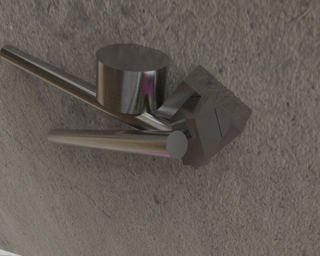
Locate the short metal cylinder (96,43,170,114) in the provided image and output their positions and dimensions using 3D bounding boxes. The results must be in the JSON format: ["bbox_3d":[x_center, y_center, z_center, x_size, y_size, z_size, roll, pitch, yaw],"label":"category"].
[{"bbox_3d":[-0.032,-0.058,0.354,0.080,0.080,0.050,19,126,16],"label":"short metal cylinder"}]

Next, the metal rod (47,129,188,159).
[{"bbox_3d":[-0.078,0.014,0.388,0.300,0.025,0.025,0,121,52],"label":"metal rod"}]

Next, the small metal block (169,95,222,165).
[{"bbox_3d":[0.037,0.002,0.305,0.025,0.050,0.050,-4,117,30],"label":"small metal block"}]

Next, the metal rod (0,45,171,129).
[{"bbox_3d":[-0.103,-0.050,0.393,0.300,0.025,0.025,27,128,25],"label":"metal rod"}]

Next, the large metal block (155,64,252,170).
[{"bbox_3d":[0.044,-0.011,0.359,0.080,0.050,0.080,42,130,0],"label":"large metal block"}]
